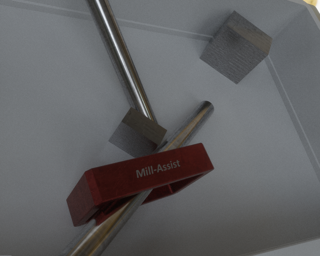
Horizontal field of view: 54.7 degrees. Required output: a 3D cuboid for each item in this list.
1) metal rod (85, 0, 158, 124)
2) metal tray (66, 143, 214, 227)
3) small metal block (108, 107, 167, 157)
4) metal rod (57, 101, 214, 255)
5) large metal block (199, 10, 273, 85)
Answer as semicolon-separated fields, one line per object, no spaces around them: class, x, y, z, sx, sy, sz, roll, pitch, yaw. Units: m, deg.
metal rod;-0.063;-0.124;0.361;0.025;0.025;0.298;-34;109;-38
metal tray;-0.020;0.058;0.318;0.131;0.090;0.030;-10;68;-33
small metal block;-0.027;0.009;0.370;0.050;0.050;0.025;33;51;-7
metal rod;0.000;0.038;0.341;0.025;0.025;0.302;44;39;2
large metal block;0.128;-0.134;0.523;0.080;0.080;0.050;34;51;-7
